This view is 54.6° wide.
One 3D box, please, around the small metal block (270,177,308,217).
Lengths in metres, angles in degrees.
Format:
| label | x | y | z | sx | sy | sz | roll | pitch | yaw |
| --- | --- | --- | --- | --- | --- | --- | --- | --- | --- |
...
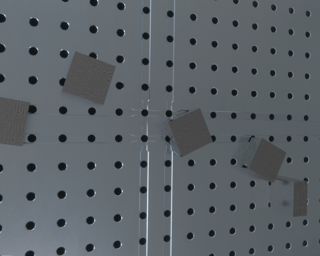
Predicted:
| label | x | y | z | sx | sy | sz | roll | pitch | yaw |
| --- | --- | --- | --- | --- | --- | --- | --- | --- | --- |
| small metal block | 0.194 | 0.102 | 0.471 | 0.025 | 0.050 | 0.050 | 2 | 90 | -20 |

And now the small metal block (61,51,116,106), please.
| label | x | y | z | sx | sy | sz | roll | pitch | yaw |
| --- | --- | --- | --- | --- | --- | --- | --- | --- | --- |
| small metal block | -0.088 | -0.059 | 0.380 | 0.050 | 0.025 | 0.050 | 18 | 84 | -19 |

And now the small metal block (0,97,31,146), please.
| label | x | y | z | sx | sy | sz | roll | pitch | yaw |
| --- | --- | --- | --- | --- | --- | --- | --- | --- | --- |
| small metal block | -0.177 | -0.008 | 0.347 | 0.050 | 0.025 | 0.050 | 10 | 87 | -20 |

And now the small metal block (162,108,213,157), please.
| label | x | y | z | sx | sy | sz | roll | pitch | yaw |
| --- | --- | --- | --- | --- | --- | --- | --- | --- | --- |
| small metal block | 0.038 | 0.006 | 0.426 | 0.050 | 0.025 | 0.050 | -25 | 98 | -18 |

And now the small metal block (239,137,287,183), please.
| label | x | y | z | sx | sy | sz | roll | pitch | yaw |
| --- | --- | --- | --- | --- | --- | --- | --- | --- | --- |
| small metal block | 0.156 | 0.048 | 0.470 | 0.050 | 0.025 | 0.050 | 29 | 81 | -18 |
